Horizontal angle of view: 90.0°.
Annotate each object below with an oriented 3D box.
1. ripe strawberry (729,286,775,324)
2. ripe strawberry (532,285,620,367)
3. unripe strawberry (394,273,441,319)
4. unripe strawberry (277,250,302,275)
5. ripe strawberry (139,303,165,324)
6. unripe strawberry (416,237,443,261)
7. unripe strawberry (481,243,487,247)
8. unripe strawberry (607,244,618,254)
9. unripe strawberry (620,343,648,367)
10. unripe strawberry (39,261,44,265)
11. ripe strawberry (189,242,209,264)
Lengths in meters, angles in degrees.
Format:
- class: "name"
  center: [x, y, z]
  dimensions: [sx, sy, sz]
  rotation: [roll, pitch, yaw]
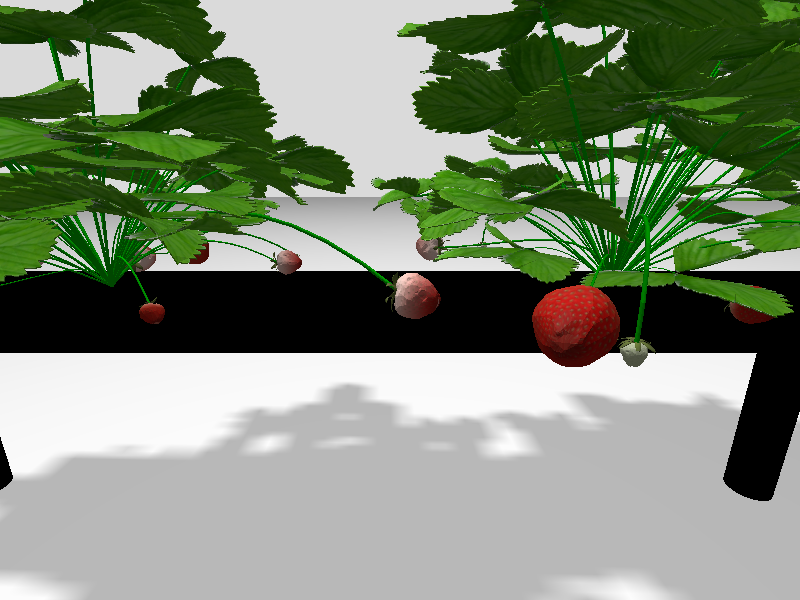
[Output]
- class: "ripe strawberry"
  center: [0.236, 0.004, 0.264]
  dimensions: [0.024, 0.025, 0.026]
  rotation: [-7, 18, -24]
- class: "ripe strawberry"
  center: [0.085, 0.015, 0.198]
  dimensions: [0.041, 0.043, 0.044]
  rotation: [10, 20, 31]
- class: "unripe strawberry"
  center: [0.011, -0.002, 0.266]
  dimensions: [0.030, 0.032, 0.028]
  rotation: [17, 20, 15]
- class: "unripe strawberry"
  center: [-0.111, -0.038, 0.403]
  dimensions: [0.025, 0.024, 0.027]
  rotation: [-3, 16, -18]
- class: "ripe strawberry"
  center: [-0.162, 0.009, 0.263]
  dimensions: [0.015, 0.015, 0.013]
  rotation: [-15, -25, -42]
- class: "unripe strawberry"
  center: [0.035, -0.065, 0.481]
  dimensions: [0.033, 0.034, 0.030]
  rotation: [12, 20, 38]
- class: "unripe strawberry"
  center: [0.102, -0.065, 0.495]
  dimensions: [0.011, 0.011, 0.011]
  rotation: [-10, 19, -30]
- class: "unripe strawberry"
  center: [0.267, -0.063, 0.505]
  dimensions: [0.015, 0.016, 0.017]
  rotation: [8, 18, 26]
- class: "unripe strawberry"
  center: [0.108, 0.025, 0.184]
  dimensions: [0.011, 0.012, 0.013]
  rotation: [7, 18, 24]
- class: "unripe strawberry"
  center: [-0.403, -0.044, 0.439]
  dimensions: [0.019, 0.017, 0.019]
  rotation: [-38, -7, 33]
- class: "ripe strawberry"
  center: [-0.240, -0.061, 0.470]
  dimensions: [0.034, 0.036, 0.037]
  rotation: [3, 16, 9]
